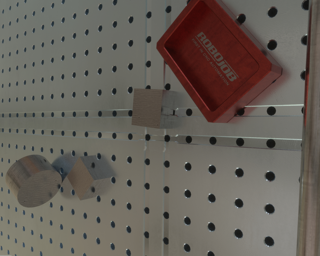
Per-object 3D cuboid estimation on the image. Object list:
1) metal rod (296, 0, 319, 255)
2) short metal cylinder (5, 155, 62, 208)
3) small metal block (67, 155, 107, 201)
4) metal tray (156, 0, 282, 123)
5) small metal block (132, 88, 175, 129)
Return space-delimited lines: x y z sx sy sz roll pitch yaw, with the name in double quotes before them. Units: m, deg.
"metal rod" 0.147 -0.025 0.287 0.025 0.025 0.298 4 92 39
"short metal cylinder" -0.226 0.095 0.556 0.050 0.081 0.079 36 112 34
"small metal block" -0.120 0.081 0.506 0.050 0.025 0.050 51 119 27
"metal tray" 0.060 -0.081 0.354 0.090 0.030 0.130 -46 63 30
"small metal block" -0.010 -0.026 0.415 0.050 0.025 0.050 8 95 39
